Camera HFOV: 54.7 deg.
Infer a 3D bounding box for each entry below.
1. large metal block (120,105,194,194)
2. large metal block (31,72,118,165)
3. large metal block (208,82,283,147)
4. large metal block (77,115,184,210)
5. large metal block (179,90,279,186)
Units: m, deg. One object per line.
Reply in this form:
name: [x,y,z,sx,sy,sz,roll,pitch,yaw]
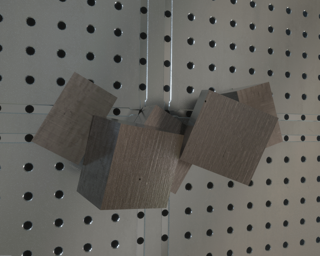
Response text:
large metal block: [-0.002,0.027,0.399,0.080,0.050,0.080,34,79,-17]
large metal block: [-0.098,-0.010,0.347,0.050,0.080,0.080,32,80,-18]
large metal block: [0.113,-0.014,0.426,0.050,0.080,0.080,-17,96,-19]
large metal block: [-0.030,0.036,0.319,0.081,0.050,0.080,11,93,-41]
large metal block: [0.073,0.008,0.354,0.080,0.050,0.080,22,96,-4]
